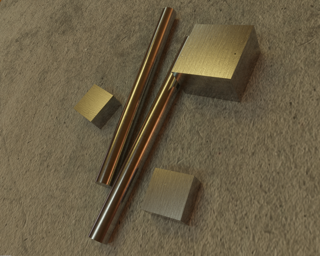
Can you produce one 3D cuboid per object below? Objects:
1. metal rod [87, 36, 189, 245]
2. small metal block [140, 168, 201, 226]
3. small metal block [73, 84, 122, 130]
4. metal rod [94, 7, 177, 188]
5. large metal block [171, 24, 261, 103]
[{"bbox_3d":[-0.013,0.002,0.407,0.025,0.025,0.300,13,68,33],"label":"metal rod"},{"bbox_3d":[0.013,0.076,0.349,0.050,0.025,0.050,7,65,31],"label":"small metal block"},{"bbox_3d":[-0.095,-0.033,0.472,0.050,0.025,0.050,32,79,37],"label":"small metal block"},{"bbox_3d":[-0.028,-0.058,0.452,0.025,0.025,0.300,5,64,30],"label":"metal rod"},{"bbox_3d":[0.074,-0.086,0.401,0.080,0.050,0.080,14,69,33],"label":"large metal block"}]
